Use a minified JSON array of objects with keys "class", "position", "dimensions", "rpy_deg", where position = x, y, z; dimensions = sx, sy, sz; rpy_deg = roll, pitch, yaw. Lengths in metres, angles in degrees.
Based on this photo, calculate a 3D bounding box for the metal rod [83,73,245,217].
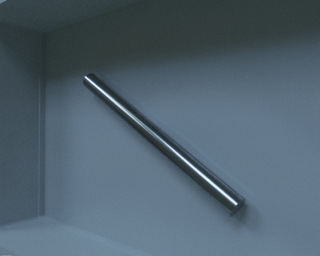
[{"class":"metal rod","position":[-0.014,0.005,0.413],"dimensions":[0.300,0.025,0.025],"rpy_deg":[40,114,32]}]
